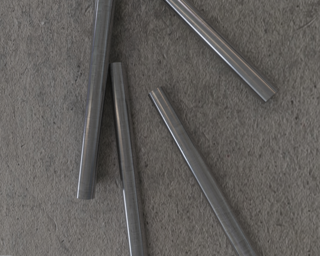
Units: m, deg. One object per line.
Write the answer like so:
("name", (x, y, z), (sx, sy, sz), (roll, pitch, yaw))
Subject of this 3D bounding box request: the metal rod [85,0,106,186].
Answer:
("metal rod", (-0.090, -0.066, 0.440), (0.025, 0.025, 0.298), (6, 92, 20))

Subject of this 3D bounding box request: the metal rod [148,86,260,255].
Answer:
("metal rod", (0.066, 0.081, 0.385), (0.025, 0.025, 0.299), (-32, 80, 17))

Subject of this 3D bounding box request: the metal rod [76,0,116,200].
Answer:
("metal rod", (-0.085, -0.054, 0.415), (0.025, 0.025, 0.298), (7, 92, 20))

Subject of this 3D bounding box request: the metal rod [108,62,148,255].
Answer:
("metal rod", (-0.043, 0.060, 0.423), (0.025, 0.025, 0.298), (-8, 87, 20))

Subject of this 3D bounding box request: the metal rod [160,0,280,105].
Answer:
("metal rod", (0.035, -0.146, 0.396), (0.025, 0.025, 0.300), (-44, 77, 15))
